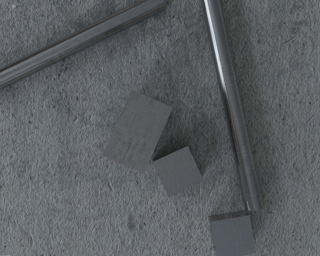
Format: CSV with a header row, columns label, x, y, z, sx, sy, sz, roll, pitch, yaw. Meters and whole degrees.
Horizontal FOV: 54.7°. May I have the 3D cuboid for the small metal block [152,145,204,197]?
label,x,y,z,sx,sy,sz,roll,pitch,yaw
small metal block,0.023,0.056,0.410,0.050,0.025,0.050,-25,90,-1

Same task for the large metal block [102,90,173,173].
label,x,y,z,sx,sy,sz,roll,pitch,yaw
large metal block,-0.025,0.004,0.382,0.050,0.080,0.080,23,90,-1

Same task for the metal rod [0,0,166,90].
label,x,y,z,sx,sy,sz,roll,pitch,yaw
metal rod,-0.132,-0.102,0.408,0.301,0.025,0.025,-26,90,-1

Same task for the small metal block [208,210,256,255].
label,x,y,z,sx,sy,sz,roll,pitch,yaw
small metal block,0.095,0.141,0.411,0.050,0.025,0.050,-10,90,-1

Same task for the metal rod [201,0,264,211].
label,x,y,z,sx,sy,sz,roll,pitch,yaw
metal rod,0.094,-0.040,0.411,0.025,0.025,0.298,-12,90,0
